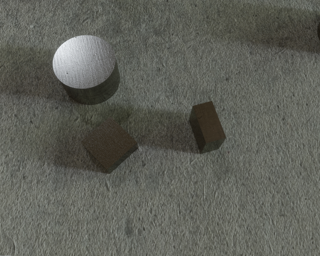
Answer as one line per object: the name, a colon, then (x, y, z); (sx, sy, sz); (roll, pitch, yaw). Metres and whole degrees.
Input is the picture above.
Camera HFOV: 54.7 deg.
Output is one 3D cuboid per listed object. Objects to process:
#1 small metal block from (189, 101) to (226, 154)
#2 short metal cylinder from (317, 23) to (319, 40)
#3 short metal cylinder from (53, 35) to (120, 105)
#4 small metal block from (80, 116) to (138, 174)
small metal block: (0.059, 0.001, 0.395); (0.025, 0.050, 0.050); (-15, 71, -6)
short metal cylinder: (0.283, -0.152, 0.454); (0.081, 0.050, 0.080); (0, 70, 0)
short metal cylinder: (-0.098, -0.078, 0.422); (0.081, 0.050, 0.080); (0, 70, 0)
small metal block: (-0.064, 0.022, 0.399); (0.050, 0.025, 0.050); (-43, 76, -14)
